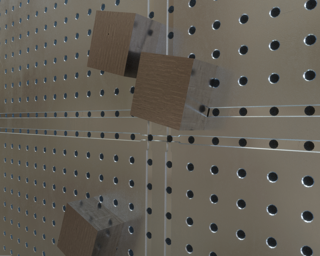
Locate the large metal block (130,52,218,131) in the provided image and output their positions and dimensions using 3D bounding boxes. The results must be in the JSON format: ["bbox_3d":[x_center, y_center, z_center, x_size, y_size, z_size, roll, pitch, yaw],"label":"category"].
[{"bbox_3d":[0.015,-0.046,0.381,0.080,0.050,0.080,18,102,38],"label":"large metal block"}]

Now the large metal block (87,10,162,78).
[{"bbox_3d":[-0.052,-0.116,0.437,0.080,0.050,0.080,21,103,38],"label":"large metal block"}]

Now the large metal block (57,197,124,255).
[{"bbox_3d":[-0.110,0.167,0.486,0.080,0.050,0.080,26,106,37],"label":"large metal block"}]
